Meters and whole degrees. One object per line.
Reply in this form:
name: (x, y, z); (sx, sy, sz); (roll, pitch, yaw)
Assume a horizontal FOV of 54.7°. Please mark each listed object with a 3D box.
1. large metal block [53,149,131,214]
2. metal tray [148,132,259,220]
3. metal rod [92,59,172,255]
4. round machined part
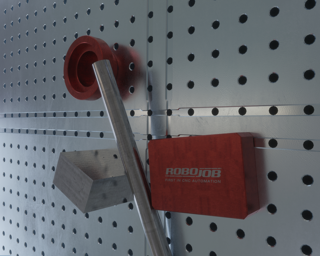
large metal block: (-0.094, 0.073, 0.452); (0.080, 0.081, 0.050); (29, 109, 36)
metal tray: (0.046, 0.054, 0.368); (0.130, 0.030, 0.089); (-6, 86, 39)
metal rod: (-0.035, 0.052, 0.413); (0.025, 0.025, 0.299); (-22, 84, 38)
round machined part: (-0.105, -0.091, 0.485); (0.098, 0.042, 0.097); (0, 90, 39)
